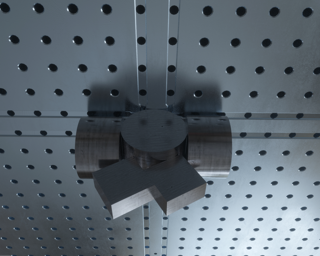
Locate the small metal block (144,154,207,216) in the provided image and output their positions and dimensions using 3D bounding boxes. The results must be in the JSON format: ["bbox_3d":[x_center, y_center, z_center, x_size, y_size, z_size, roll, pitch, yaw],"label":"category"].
[{"bbox_3d":[0.016,0.062,0.347,0.050,0.050,0.025,-20,135,-24],"label":"small metal block"}]

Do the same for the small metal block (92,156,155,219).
[{"bbox_3d":[-0.040,0.064,0.343,0.050,0.050,0.025,-21,135,-24],"label":"small metal block"}]

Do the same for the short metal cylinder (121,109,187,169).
[{"bbox_3d":[-0.007,0.020,0.392,0.081,0.080,0.050,1,130,-1],"label":"short metal cylinder"}]

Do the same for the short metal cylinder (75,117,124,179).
[{"bbox_3d":[-0.073,0.025,0.395,0.050,0.080,0.079,1,130,-1],"label":"short metal cylinder"}]

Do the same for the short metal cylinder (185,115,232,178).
[{"bbox_3d":[0.058,0.024,0.395,0.050,0.080,0.079,1,130,0],"label":"short metal cylinder"}]
